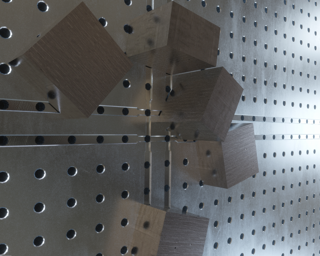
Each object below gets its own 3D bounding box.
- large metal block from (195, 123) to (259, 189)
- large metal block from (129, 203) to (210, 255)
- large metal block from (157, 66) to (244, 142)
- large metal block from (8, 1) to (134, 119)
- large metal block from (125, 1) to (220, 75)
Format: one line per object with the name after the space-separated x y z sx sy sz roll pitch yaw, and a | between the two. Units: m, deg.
0.104 0.039 0.479 0.081 0.050 0.080 -15 100 -39 | large metal block
0.012 0.148 0.402 0.080 0.050 0.080 21 77 -38 | large metal block
0.054 -0.030 0.417 0.050 0.080 0.080 37 67 -34 | large metal block
-0.088 -0.066 0.318 0.080 0.050 0.080 50 61 -28 | large metal block
0.015 -0.106 0.385 0.081 0.080 0.050 12 83 -39 | large metal block
